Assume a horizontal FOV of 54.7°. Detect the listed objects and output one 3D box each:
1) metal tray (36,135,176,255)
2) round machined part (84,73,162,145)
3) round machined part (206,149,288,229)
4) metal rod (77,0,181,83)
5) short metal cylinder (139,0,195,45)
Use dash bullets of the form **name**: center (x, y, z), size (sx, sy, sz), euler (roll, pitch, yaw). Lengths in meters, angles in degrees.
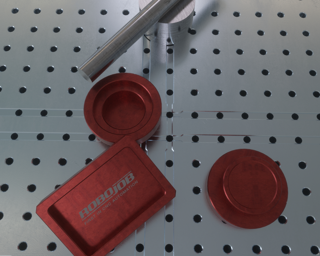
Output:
- **metal tray**: center (-0.059, 0.081, 0.355), size (0.130, 0.030, 0.090), euler (-39, 96, -7)
- **round machined part**: center (-0.047, -0.020, 0.410), size (0.099, 0.042, 0.098), euler (0, 70, 0)
- **round machined part**: center (0.107, 0.072, 0.377), size (0.099, 0.042, 0.098), euler (0, 70, 0)
- **metal rod**: center (0.006, -0.171, 0.421), size (0.025, 0.025, 0.301), euler (39, 74, 13)
- **short metal cylinder**: center (0.010, -0.172, 0.462), size (0.081, 0.050, 0.080), euler (0, 70, 0)
